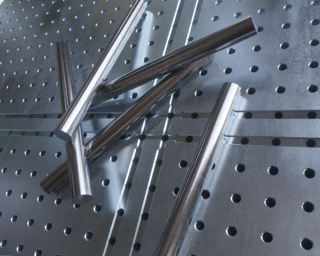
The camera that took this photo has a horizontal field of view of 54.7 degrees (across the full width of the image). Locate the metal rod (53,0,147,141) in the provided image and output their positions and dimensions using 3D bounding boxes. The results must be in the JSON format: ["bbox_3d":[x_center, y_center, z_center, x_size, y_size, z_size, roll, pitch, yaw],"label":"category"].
[{"bbox_3d":[-0.080,-0.107,0.480,0.025,0.025,0.300,0,51,28],"label":"metal rod"}]

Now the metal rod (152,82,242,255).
[{"bbox_3d":[0.031,0.078,0.342,0.025,0.025,0.300,13,68,33],"label":"metal rod"}]

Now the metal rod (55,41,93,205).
[{"bbox_3d":[-0.133,-0.029,0.458,0.025,0.025,0.299,-27,53,11],"label":"metal rod"}]

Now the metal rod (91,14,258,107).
[{"bbox_3d":[-0.014,-0.079,0.435,0.300,0.025,0.025,-20,54,26],"label":"metal rod"}]

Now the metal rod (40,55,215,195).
[{"bbox_3d":[-0.046,-0.012,0.437,0.300,0.025,0.025,-40,51,0],"label":"metal rod"}]
